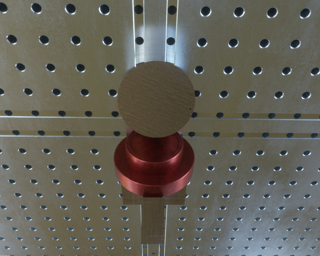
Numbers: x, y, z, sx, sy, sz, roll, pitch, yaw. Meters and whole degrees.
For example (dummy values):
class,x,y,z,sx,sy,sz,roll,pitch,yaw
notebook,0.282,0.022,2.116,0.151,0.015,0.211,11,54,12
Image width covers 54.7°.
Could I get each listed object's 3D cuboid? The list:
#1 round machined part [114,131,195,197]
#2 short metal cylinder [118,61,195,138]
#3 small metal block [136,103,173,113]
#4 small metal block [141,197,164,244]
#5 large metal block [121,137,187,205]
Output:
class,x,y,z,sx,sy,sz,roll,pitch,yaw
round machined part,-0.007,0.032,0.377,0.099,0.098,0.042,1,130,-1
short metal cylinder,-0.004,-0.033,0.345,0.081,0.050,0.079,0,100,-1
small metal block,-0.007,-0.017,0.396,0.050,0.025,0.050,0,130,-1
small metal block,-0.009,0.107,0.367,0.025,0.050,0.050,1,168,-2
large metal block,-0.008,0.056,0.422,0.081,0.080,0.050,1,130,-1
